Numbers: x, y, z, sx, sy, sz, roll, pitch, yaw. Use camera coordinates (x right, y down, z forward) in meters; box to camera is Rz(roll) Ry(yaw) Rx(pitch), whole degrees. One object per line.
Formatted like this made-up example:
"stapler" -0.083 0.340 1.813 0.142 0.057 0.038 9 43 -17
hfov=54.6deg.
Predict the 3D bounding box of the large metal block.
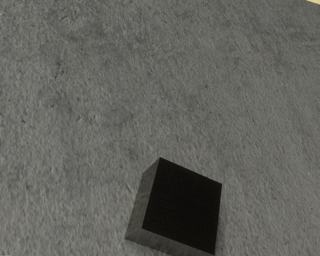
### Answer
"large metal block" 0.017 0.091 0.341 0.080 0.050 0.080 25 53 -13
